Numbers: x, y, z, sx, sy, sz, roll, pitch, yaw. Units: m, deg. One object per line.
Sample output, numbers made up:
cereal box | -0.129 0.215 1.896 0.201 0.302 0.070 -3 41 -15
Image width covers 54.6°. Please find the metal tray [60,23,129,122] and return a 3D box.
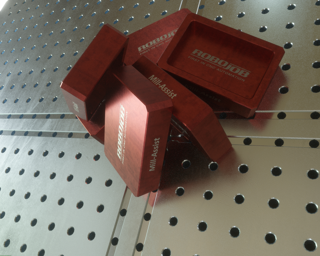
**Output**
metal tray | -0.081 -0.063 0.393 0.030 0.130 0.090 33 76 -5

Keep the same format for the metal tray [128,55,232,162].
metal tray | 0.021 -0.024 0.370 0.030 0.090 0.130 -44 51 -2

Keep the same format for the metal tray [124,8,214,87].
metal tray | 0.007 -0.116 0.450 0.131 0.030 0.090 -29 54 -8

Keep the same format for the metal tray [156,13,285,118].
metal tray | 0.073 -0.080 0.385 0.130 0.030 0.090 27 75 14

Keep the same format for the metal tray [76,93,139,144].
metal tray | -0.066 -0.050 0.471 0.130 0.030 0.090 -43 52 -2

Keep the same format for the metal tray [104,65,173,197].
metal tray | -0.031 0.005 0.361 0.030 0.129 0.090 -16 43 -30
